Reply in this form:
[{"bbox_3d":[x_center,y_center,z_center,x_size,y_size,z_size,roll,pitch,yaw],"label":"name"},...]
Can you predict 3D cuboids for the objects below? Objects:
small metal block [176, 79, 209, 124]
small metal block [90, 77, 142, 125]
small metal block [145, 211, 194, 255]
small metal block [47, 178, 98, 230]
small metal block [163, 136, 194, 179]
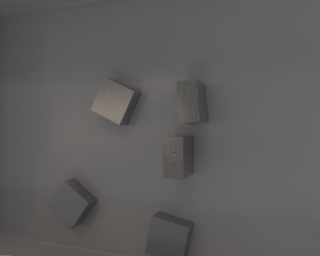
[{"bbox_3d":[0.041,-0.031,0.383,0.025,0.050,0.050,-5,88,20],"label":"small metal block"},{"bbox_3d":[-0.061,-0.037,0.432,0.050,0.025,0.050,27,99,18],"label":"small metal block"},{"bbox_3d":[0.012,0.143,0.406,0.050,0.025,0.050,13,94,19],"label":"small metal block"},{"bbox_3d":[-0.129,0.111,0.456,0.050,0.025,0.050,38,102,16],"label":"small metal block"},{"bbox_3d":[0.024,0.035,0.389,0.025,0.050,0.050,0,90,20],"label":"small metal block"}]
